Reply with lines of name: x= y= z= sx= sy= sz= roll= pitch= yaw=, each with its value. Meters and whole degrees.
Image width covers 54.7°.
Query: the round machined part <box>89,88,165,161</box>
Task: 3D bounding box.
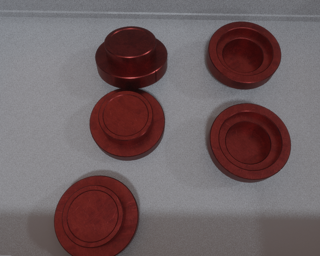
round machined part: x=-0.043 y=-0.010 z=0.404 sx=0.099 sy=0.042 sz=0.098 roll=0 pitch=70 yaw=-1

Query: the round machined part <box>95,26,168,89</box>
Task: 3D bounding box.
round machined part: x=-0.039 y=-0.102 z=0.422 sx=0.099 sy=0.042 sz=0.098 roll=0 pitch=52 yaw=0

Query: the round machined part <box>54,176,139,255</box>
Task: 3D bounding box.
round machined part: x=-0.075 y=0.104 z=0.362 sx=0.099 sy=0.042 sz=0.098 roll=0 pitch=70 yaw=-1

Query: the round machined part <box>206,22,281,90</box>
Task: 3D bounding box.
round machined part: x=0.115 y=-0.097 z=0.438 sx=0.099 sy=0.042 sz=0.098 roll=0 pitch=70 yaw=-1

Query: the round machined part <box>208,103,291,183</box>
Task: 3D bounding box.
round machined part: x=0.109 y=0.021 z=0.394 sx=0.099 sy=0.042 sz=0.098 roll=0 pitch=70 yaw=-1
